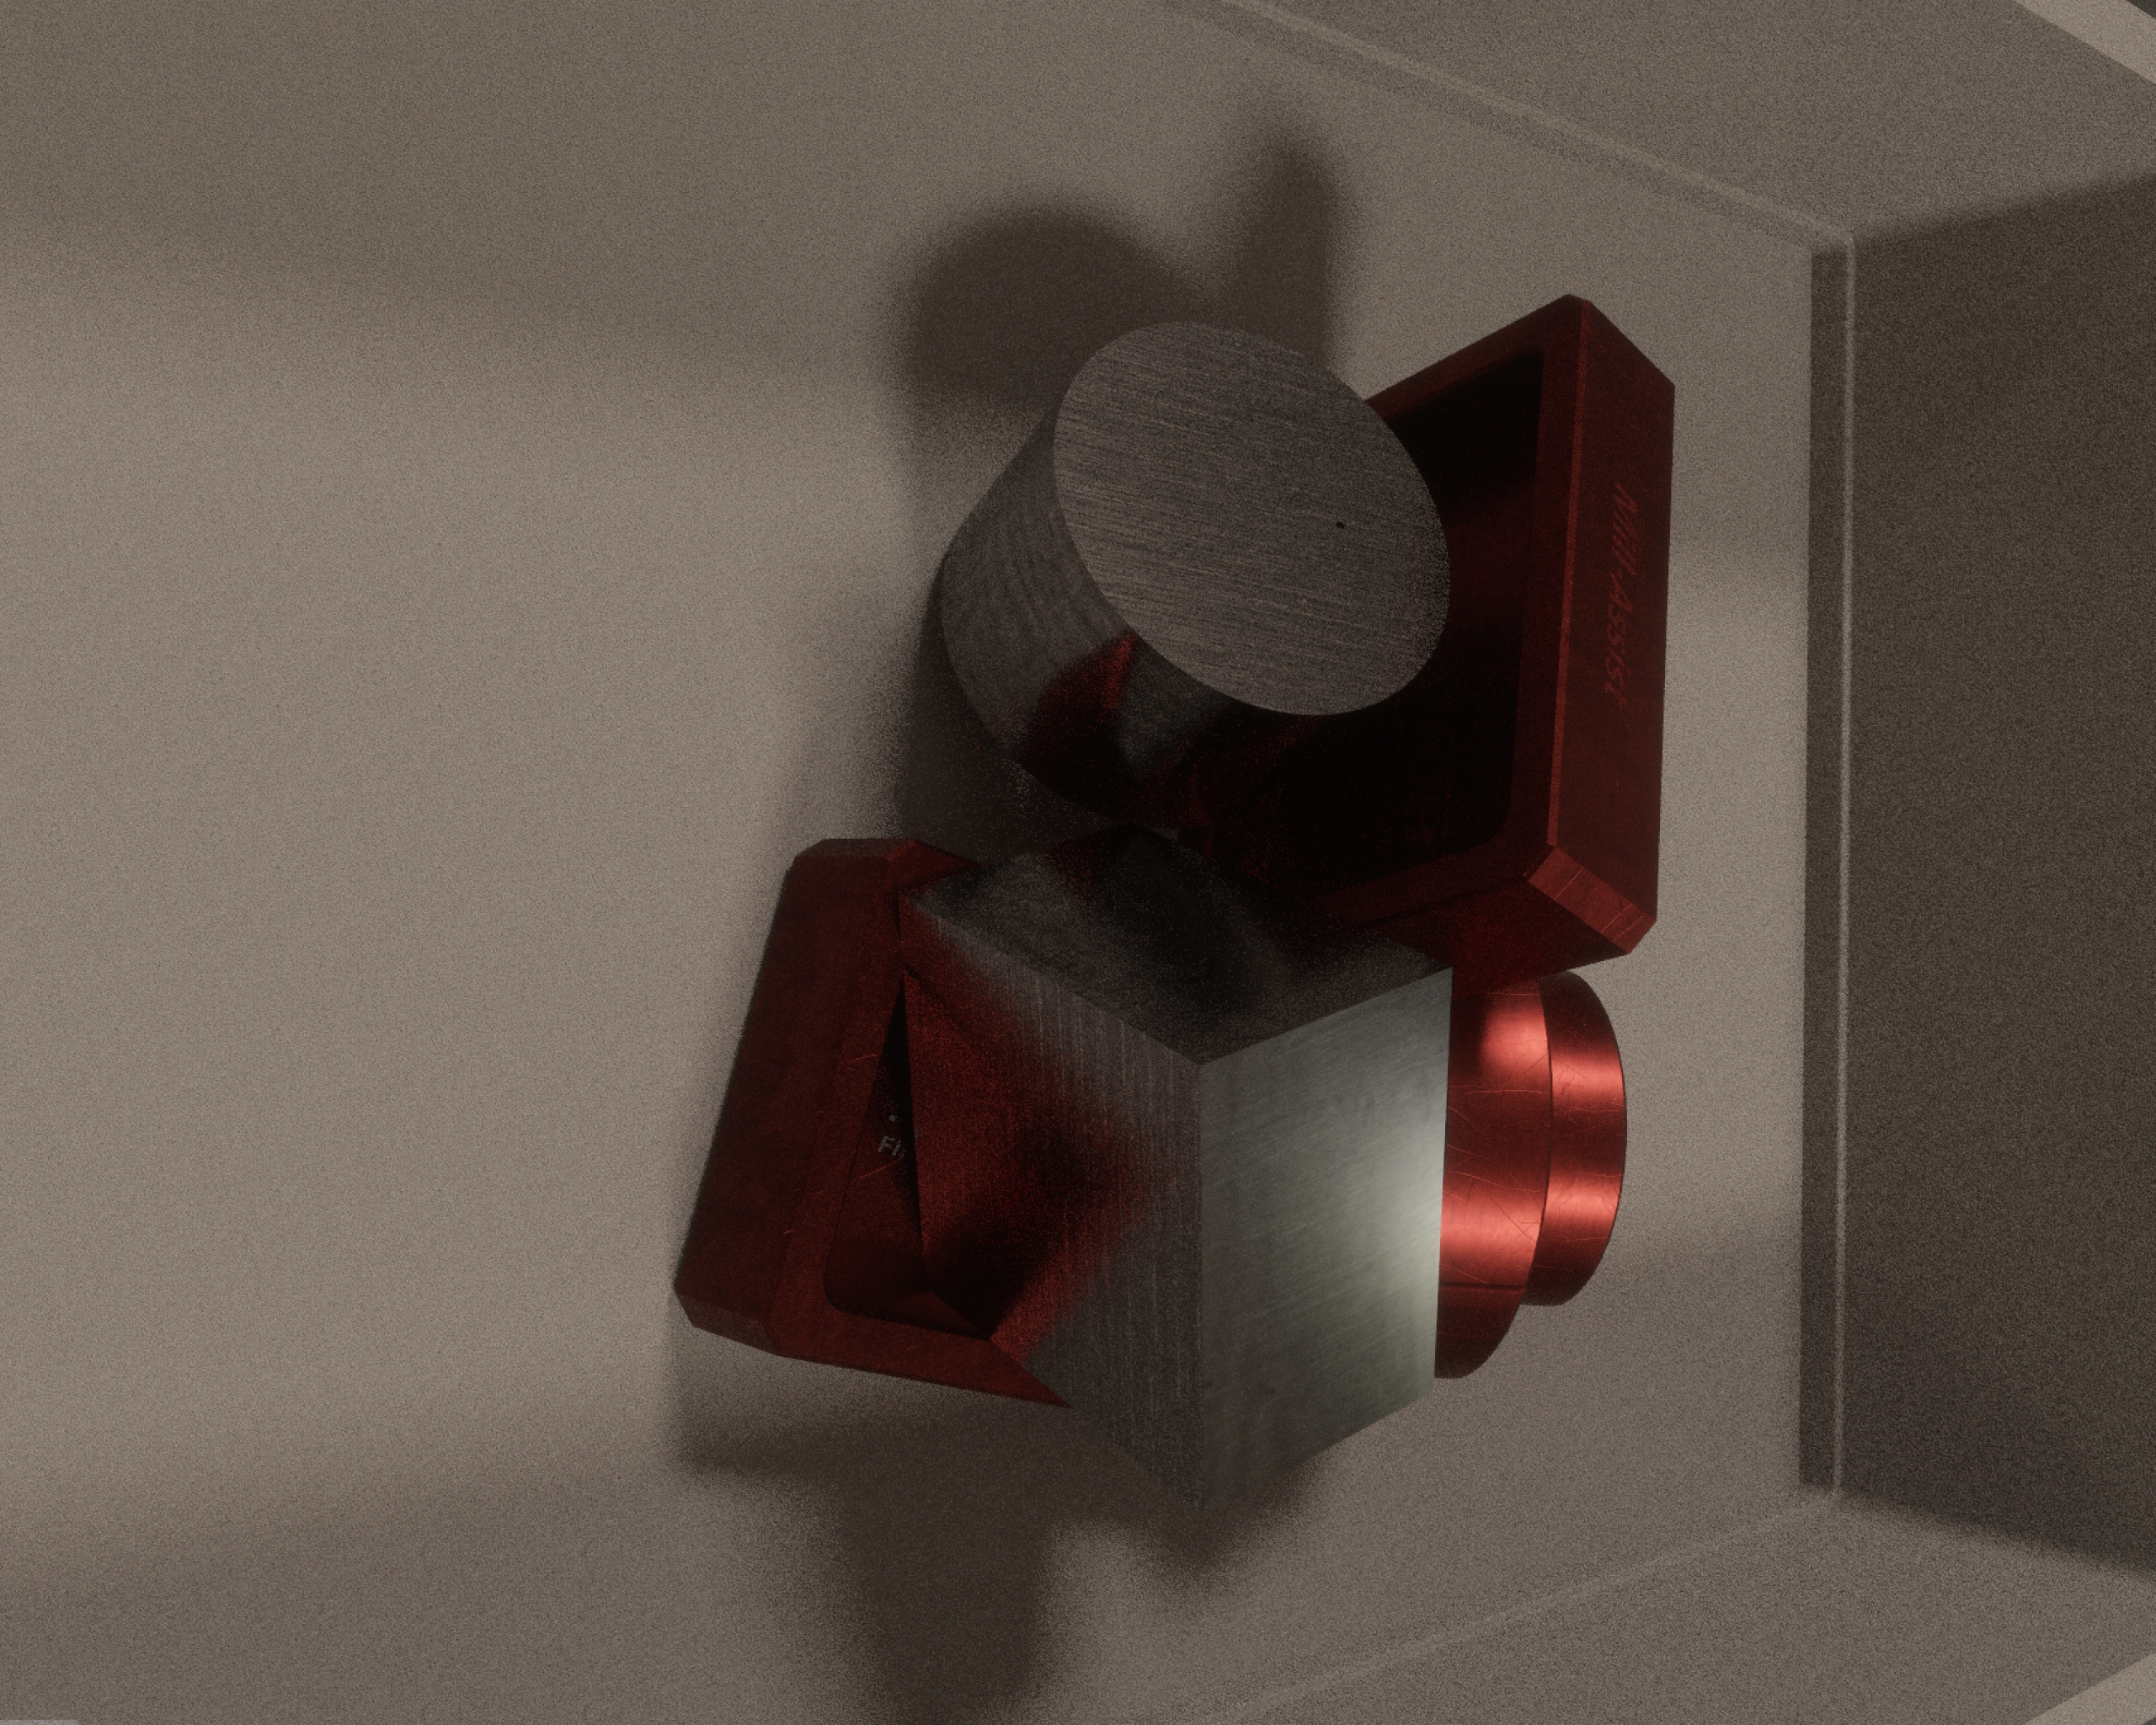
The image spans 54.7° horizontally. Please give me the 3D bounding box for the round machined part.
[{"bbox_3d":[0.077,0.054,0.419,0.042,0.098,0.097,5,86,-10],"label":"round machined part"}]

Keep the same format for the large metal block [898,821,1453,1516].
[{"bbox_3d":[0.015,0.047,0.353,0.050,0.080,0.079,-18,117,-33],"label":"large metal block"}]

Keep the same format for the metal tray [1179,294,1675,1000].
[{"bbox_3d":[0.065,-0.036,0.399,0.030,0.090,0.130,32,54,-33],"label":"metal tray"}]

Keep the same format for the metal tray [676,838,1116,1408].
[{"bbox_3d":[-0.004,0.056,0.399,0.131,0.030,0.090,22,76,-38],"label":"metal tray"}]

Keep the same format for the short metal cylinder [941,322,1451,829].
[{"bbox_3d":[0.021,-0.053,0.389,0.081,0.050,0.080,12,63,-23],"label":"short metal cylinder"}]
